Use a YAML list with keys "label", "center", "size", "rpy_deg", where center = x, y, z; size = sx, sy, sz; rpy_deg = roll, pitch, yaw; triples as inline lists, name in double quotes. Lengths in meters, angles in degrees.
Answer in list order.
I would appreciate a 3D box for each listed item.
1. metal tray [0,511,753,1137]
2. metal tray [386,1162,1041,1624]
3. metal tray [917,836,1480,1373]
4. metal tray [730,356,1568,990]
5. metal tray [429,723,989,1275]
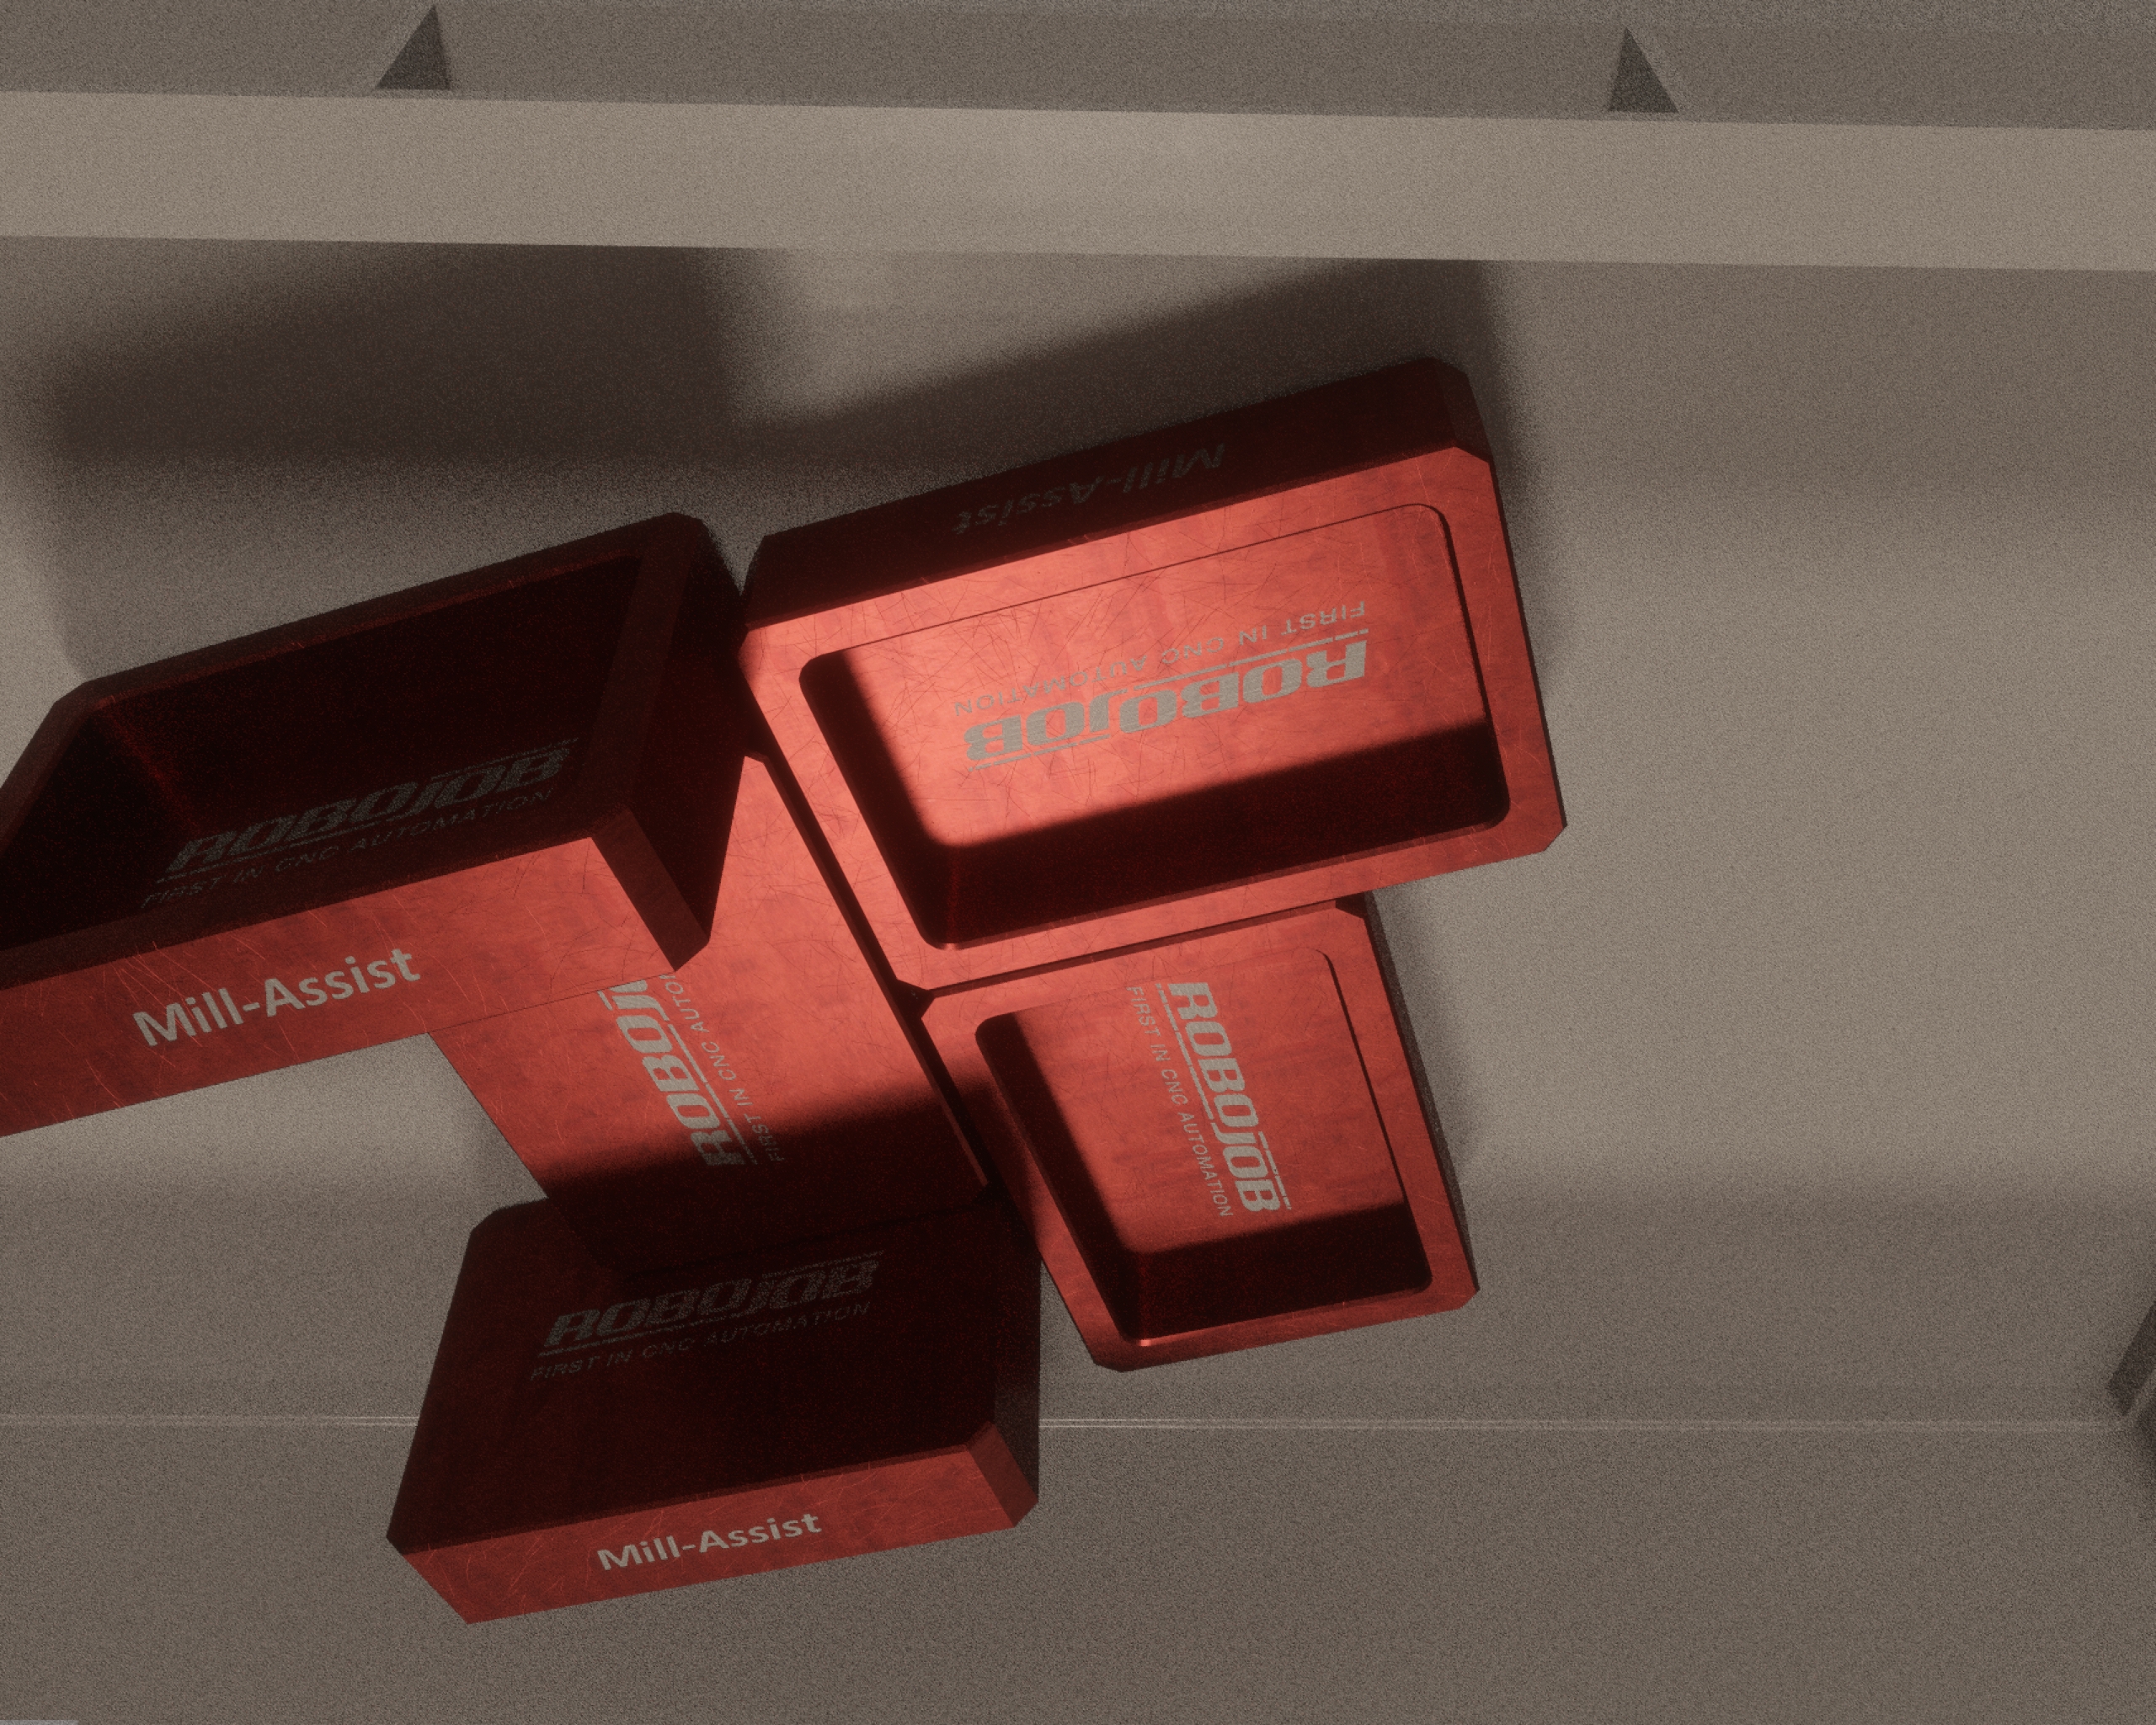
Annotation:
- label: "metal tray"
  center: [-0.123, -0.008, 0.353]
  size: [0.130, 0.090, 0.030]
  rpy_deg: [-14, 129, 11]
- label: "metal tray"
  center: [-0.075, 0.107, 0.453]
  size: [0.131, 0.090, 0.030]
  rpy_deg: [-13, 129, 10]
- label: "metal tray"
  center: [0.029, 0.054, 0.450]
  size: [0.090, 0.030, 0.129]
  rpy_deg: [-14, 129, 11]
- label: "metal tray"
  center: [0.015, -0.030, 0.378]
  size: [0.131, 0.030, 0.090]
  rpy_deg: [-13, 129, 10]
- label: "metal tray"
  center: [-0.080, 0.026, 0.423]
  size: [0.090, 0.030, 0.129]
  rpy_deg: [-14, 129, 11]
